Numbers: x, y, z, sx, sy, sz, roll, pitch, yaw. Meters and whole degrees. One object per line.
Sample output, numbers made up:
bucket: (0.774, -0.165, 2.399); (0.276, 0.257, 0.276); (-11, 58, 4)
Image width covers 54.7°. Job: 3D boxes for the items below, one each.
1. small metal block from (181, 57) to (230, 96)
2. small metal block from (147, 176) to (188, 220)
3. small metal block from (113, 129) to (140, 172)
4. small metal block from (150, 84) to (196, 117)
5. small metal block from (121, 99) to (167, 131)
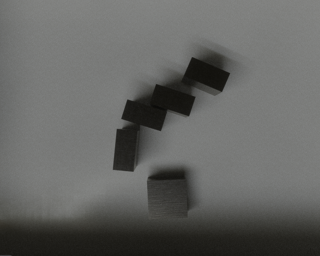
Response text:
small metal block: (0.057, -0.065, 0.399); (0.050, 0.050, 0.025); (23, 90, 0)
small metal block: (0.010, 0.092, 0.411); (0.050, 0.025, 0.050); (-3, 90, 0)
small metal block: (-0.042, 0.027, 0.398); (0.025, 0.050, 0.050); (6, 90, 0)
small metal block: (0.015, -0.034, 0.399); (0.050, 0.050, 0.025); (18, 90, 0)
small metal block: (-0.019, -0.015, 0.399); (0.050, 0.050, 0.025); (17, 90, 0)
